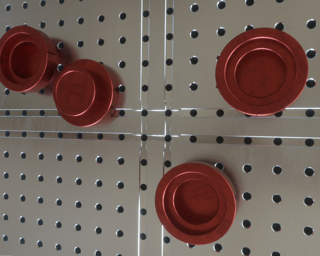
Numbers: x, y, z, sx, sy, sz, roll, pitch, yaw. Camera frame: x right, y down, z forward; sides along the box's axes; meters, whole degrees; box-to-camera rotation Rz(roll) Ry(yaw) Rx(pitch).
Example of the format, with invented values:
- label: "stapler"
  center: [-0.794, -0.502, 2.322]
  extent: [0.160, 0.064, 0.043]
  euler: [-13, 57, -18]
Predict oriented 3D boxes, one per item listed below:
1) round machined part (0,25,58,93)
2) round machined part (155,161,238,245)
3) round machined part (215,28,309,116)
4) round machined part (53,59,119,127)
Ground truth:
- label: "round machined part"
  center: [-0.198, -0.101, 0.471]
  extent: [0.098, 0.042, 0.097]
  euler: [0, 90, 19]
- label: "round machined part"
  center: [0.047, 0.090, 0.387]
  extent: [0.098, 0.042, 0.097]
  euler: [0, 90, 19]
- label: "round machined part"
  center: [0.117, -0.062, 0.362]
  extent: [0.098, 0.042, 0.097]
  euler: [0, 90, 19]
- label: "round machined part"
  center: [-0.111, -0.050, 0.441]
  extent: [0.098, 0.042, 0.097]
  euler: [0, 90, 19]
